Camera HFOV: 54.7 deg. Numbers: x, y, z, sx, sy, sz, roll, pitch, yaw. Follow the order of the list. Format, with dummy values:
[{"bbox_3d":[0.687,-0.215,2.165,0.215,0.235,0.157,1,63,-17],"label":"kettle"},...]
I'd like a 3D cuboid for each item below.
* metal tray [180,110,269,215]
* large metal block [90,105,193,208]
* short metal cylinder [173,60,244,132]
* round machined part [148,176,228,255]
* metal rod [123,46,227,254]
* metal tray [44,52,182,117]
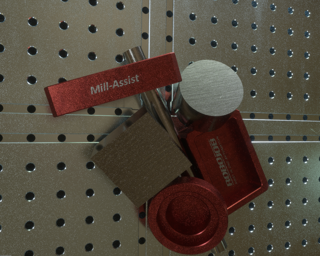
[{"bbox_3d":[0.091,0.048,0.440,0.091,0.030,0.129,-27,99,-18],"label":"metal tray"},{"bbox_3d":[-0.022,0.032,0.368,0.080,0.050,0.080,-39,104,3],"label":"large metal block"},{"bbox_3d":[0.060,-0.041,0.402,0.081,0.050,0.080,3,66,-7],"label":"short metal cylinder"},{"bbox_3d":[0.036,0.108,0.398,0.098,0.042,0.097,2,104,9],"label":"round machined part"},{"bbox_3d":[0.024,0.035,0.417,0.025,0.025,0.299,-27,99,-18],"label":"metal rod"},{"bbox_3d":[-0.049,-0.047,0.341,0.131,0.090,0.030,-17,98,-5],"label":"metal tray"}]
